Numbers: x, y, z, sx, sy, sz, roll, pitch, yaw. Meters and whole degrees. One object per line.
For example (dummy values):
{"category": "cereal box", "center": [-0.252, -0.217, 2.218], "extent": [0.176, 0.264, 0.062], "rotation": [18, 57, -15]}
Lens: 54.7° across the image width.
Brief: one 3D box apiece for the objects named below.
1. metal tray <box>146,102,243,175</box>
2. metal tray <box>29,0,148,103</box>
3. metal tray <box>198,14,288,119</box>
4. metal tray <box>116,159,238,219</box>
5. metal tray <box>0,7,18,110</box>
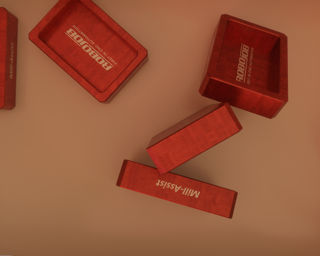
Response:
{"category": "metal tray", "center": [0.034, 0.007, 0.357], "extent": [0.090, 0.130, 0.030], "rotation": [-30, 92, 2]}
{"category": "metal tray", "center": [-0.091, -0.106, 0.407], "extent": [0.130, 0.030, 0.090], "rotation": [42, 90, 0]}
{"category": "metal tray", "center": [0.104, -0.079, 0.372], "extent": [0.090, 0.030, 0.130], "rotation": [19, 51, 0]}
{"category": "metal tray", "center": [0.017, 0.074, 0.376], "extent": [0.131, 0.090, 0.030], "rotation": [16, 78, 0]}
{"category": "metal tray", "center": [-0.240, -0.090, 0.406], "extent": [0.091, 0.030, 0.129], "rotation": [2, 90, 0]}
